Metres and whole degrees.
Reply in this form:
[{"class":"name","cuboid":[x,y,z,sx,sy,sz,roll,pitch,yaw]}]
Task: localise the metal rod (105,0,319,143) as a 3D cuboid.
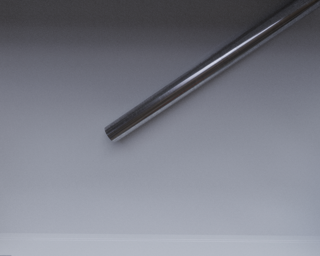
[{"class":"metal rod","cuboid":[0.058,-0.071,0.385,0.300,0.025,0.025,-33,107,11]}]
